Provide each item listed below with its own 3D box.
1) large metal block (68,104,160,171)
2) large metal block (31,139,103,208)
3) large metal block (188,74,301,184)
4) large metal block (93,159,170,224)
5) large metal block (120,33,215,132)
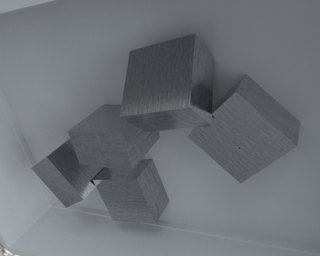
[{"bbox_3d":[-0.057,0.009,0.409,0.080,0.080,0.050,3,120,27],"label":"large metal block"},{"bbox_3d":[-0.133,0.062,0.482,0.050,0.080,0.080,-30,102,38],"label":"large metal block"},{"bbox_3d":[0.093,0.002,0.345,0.080,0.050,0.080,42,129,-1],"label":"large metal block"},{"bbox_3d":[-0.042,0.096,0.475,0.080,0.050,0.080,-7,115,31],"label":"large metal block"},{"bbox_3d":[0.010,-0.044,0.332,0.080,0.080,0.050,-6,157,31],"label":"large metal block"}]
